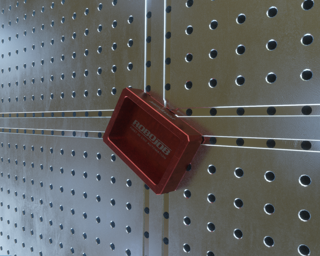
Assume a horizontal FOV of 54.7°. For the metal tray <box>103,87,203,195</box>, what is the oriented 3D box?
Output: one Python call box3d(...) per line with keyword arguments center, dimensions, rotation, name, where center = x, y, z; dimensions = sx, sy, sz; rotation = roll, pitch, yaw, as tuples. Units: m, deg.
box3d(center=(-0.016, 0.014, 0.417), dimensions=(0.130, 0.030, 0.089), rotation=(39, 114, 32), name="metal tray")
